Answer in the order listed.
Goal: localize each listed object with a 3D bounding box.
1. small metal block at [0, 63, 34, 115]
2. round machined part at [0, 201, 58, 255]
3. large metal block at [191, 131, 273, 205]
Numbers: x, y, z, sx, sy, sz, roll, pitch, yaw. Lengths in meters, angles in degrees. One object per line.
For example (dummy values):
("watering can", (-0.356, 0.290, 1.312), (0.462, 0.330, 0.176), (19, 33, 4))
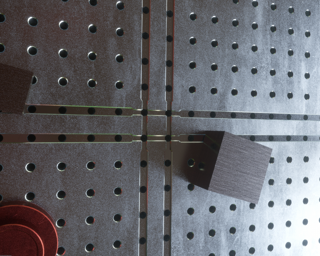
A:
("small metal block", (-0.175, -0.044, 0.348), (0.050, 0.025, 0.050), (15, 85, -20))
("round machined part", (-0.165, 0.134, 0.343), (0.099, 0.042, 0.097), (0, 90, -20))
("large metal block", (0.100, 0.054, 0.436), (0.081, 0.050, 0.080), (19, 84, -19))
